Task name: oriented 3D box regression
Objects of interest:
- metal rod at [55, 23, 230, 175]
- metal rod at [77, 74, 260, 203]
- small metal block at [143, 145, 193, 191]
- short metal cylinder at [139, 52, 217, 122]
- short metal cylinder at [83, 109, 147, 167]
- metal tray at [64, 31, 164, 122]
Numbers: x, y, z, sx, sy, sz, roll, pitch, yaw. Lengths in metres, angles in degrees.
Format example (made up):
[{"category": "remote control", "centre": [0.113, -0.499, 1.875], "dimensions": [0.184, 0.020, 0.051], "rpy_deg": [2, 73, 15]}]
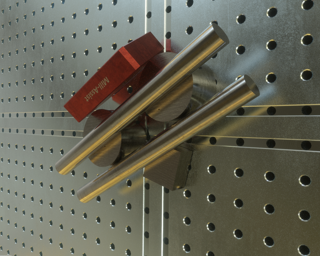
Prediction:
[{"category": "metal rod", "centre": [-0.043, -0.016, 0.376], "dimensions": [0.299, 0.025, 0.025], "rpy_deg": [-36, 68, 33]}, {"category": "metal rod", "centre": [-0.012, 0.030, 0.384], "dimensions": [0.299, 0.025, 0.025], "rpy_deg": [-35, 69, 34]}, {"category": "small metal block", "centre": [0.009, 0.046, 0.399], "dimensions": [0.050, 0.025, 0.050], "rpy_deg": [19, 102, 38]}, {"category": "short metal cylinder", "centre": [0.021, -0.047, 0.375], "dimensions": [0.080, 0.050, 0.079], "rpy_deg": [0, 90, 39]}, {"category": "short metal cylinder", "centre": [-0.065, 0.014, 0.444], "dimensions": [0.080, 0.050, 0.079], "rpy_deg": [0, 90, 39]}, {"category": "metal tray", "centre": [-0.061, -0.067, 0.413], "dimensions": [0.130, 0.090, 0.030], "rpy_deg": [-35, 100, 34]}]
